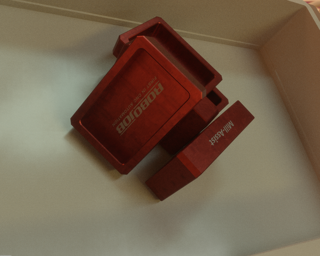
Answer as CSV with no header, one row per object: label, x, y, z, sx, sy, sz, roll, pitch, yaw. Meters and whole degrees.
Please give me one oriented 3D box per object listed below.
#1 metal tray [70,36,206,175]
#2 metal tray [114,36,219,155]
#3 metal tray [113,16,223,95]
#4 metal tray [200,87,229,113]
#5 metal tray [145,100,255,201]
metal tray,-0.026,-0.023,0.339,0.090,0.130,0.030,45,20,2
metal tray,-0.003,-0.037,0.383,0.130,0.090,0.030,45,51,2
metal tray,0.012,-0.085,0.422,0.130,0.030,0.090,45,51,3
metal tray,0.028,-0.057,0.453,0.130,0.030,0.091,46,52,5
metal tray,0.049,0.026,0.374,0.030,0.090,0.131,49,51,5
